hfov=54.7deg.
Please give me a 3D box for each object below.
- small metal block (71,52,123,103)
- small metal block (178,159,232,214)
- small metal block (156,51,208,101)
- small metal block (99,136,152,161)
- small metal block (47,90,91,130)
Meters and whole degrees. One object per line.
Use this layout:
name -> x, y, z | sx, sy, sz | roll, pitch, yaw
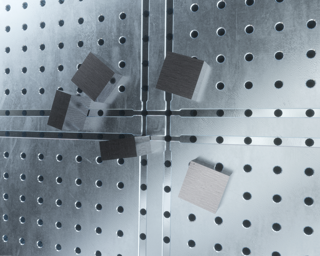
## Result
small metal block -> -0.090, -0.072, 0.443 | 0.050, 0.025, 0.050 | 41, 103, 15
small metal block -> 0.057, 0.072, 0.392 | 0.050, 0.025, 0.050 | 21, 97, 18
small metal block -> 0.029, -0.067, 0.402 | 0.050, 0.025, 0.050 | 20, 97, 18
small metal block -> -0.045, 0.026, 0.414 | 0.050, 0.050, 0.025 | -8, 87, 19
small metal block -> -0.128, -0.025, 0.443 | 0.025, 0.050, 0.050 | 19, 97, 18
